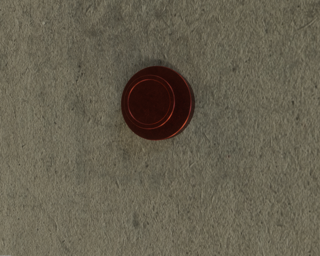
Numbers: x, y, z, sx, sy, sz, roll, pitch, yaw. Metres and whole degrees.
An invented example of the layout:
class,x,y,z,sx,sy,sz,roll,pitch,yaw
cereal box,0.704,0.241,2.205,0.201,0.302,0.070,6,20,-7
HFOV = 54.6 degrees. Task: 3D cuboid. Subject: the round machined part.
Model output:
class,x,y,z,sx,sy,sz,roll,pitch,yaw
round machined part,-0.007,-0.032,0.403,0.098,0.042,0.097,0,90,20
